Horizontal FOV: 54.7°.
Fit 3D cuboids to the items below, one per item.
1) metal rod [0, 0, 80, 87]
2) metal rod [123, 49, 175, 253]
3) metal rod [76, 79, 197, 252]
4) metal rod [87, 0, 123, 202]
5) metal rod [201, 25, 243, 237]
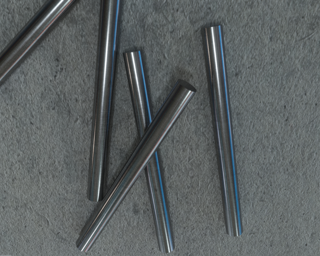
[{"bbox_3d":[-0.191,-0.076,0.379,0.300,0.025,0.025,-41,105,13],"label":"metal rod"},{"bbox_3d":[-0.011,0.045,0.426,0.025,0.025,0.298,-8,110,3],"label":"metal rod"},{"bbox_3d":[-0.043,0.065,0.412,0.025,0.025,0.298,28,115,-10],"label":"metal rod"},{"bbox_3d":[-0.071,-0.040,0.394,0.025,0.025,0.298,7,110,-3],"label":"metal rod"},{"bbox_3d":[0.087,0.018,0.416,0.025,0.025,0.298,-9,110,3],"label":"metal rod"}]
